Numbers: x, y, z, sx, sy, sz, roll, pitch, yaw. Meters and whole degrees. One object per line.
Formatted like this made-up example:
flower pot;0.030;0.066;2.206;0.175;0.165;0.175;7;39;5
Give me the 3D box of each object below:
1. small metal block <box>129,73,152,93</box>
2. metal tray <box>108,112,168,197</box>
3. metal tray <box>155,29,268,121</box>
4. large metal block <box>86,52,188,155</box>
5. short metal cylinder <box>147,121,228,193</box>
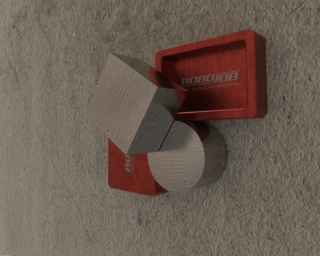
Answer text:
small metal block;-0.023;-0.055;0.409;0.050;0.050;0.025;1;91;40
metal tray;-0.031;0.022;0.430;0.090;0.030;0.129;1;91;40
metal tray;0.054;-0.054;0.359;0.130;0.030;0.089;-2;89;40
large metal block;-0.028;-0.027;0.346;0.080;0.050;0.079;40;114;32
short metal cylinder;0.032;0.032;0.363;0.080;0.050;0.080;0;90;40
